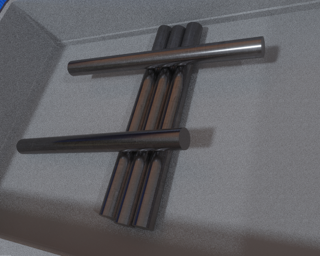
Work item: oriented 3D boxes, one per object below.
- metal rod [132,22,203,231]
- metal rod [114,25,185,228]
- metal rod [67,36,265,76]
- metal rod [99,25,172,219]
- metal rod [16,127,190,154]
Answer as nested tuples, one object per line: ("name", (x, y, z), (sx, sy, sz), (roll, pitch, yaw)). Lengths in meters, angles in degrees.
("metal rod", (0.017, -0.020, 0.407), (0.025, 0.025, 0.300), (1, 62, 29))
("metal rod", (-0.006, -0.019, 0.420), (0.025, 0.025, 0.300), (1, 62, 29))
("metal rod", (-0.010, -0.097, 0.437), (0.300, 0.025, 0.025), (0, 62, 28))
("metal rod", (-0.026, -0.024, 0.434), (0.025, 0.025, 0.300), (1, 62, 28))
("metal rod", (-0.097, 0.021, 0.420), (0.300, 0.025, 0.025), (-4, 60, 34))
